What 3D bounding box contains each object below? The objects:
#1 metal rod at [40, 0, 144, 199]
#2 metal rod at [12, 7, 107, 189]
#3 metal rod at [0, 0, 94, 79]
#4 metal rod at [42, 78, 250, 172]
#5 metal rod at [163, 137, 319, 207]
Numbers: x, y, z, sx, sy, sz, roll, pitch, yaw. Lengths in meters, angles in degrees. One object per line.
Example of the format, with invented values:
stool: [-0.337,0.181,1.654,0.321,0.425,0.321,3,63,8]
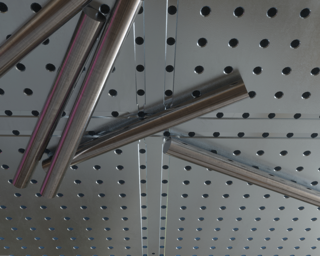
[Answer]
metal rod: [-0.094,-0.019,0.374,0.025,0.025,0.298,21,121,-17]
metal rod: [-0.140,-0.016,0.396,0.025,0.025,0.298,24,126,-19]
metal rod: [-0.125,-0.103,0.321,0.300,0.025,0.025,-29,125,22]
metal rod: [-0.031,0.004,0.414,0.300,0.025,0.025,-21,127,16]
metal rod: [0.145,0.074,0.477,0.302,0.025,0.025,20,127,-17]
